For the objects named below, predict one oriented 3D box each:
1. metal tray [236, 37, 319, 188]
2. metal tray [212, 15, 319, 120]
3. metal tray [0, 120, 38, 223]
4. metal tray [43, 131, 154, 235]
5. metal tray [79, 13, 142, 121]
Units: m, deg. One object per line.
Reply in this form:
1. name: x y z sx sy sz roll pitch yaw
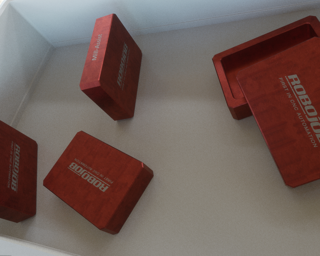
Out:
1. metal tray: 0.144 -0.015 0.311 0.090 0.030 0.130 -24 71 14
2. metal tray: 0.138 -0.072 0.374 0.130 0.030 0.090 -20 54 15
3. metal tray: -0.219 0.059 0.440 0.030 0.090 0.130 -25 53 13
4. metal tray: -0.083 0.066 0.404 0.130 0.030 0.090 23 73 35
5. metal tray: -0.066 -0.087 0.450 0.030 0.090 0.130 -9 58 23
